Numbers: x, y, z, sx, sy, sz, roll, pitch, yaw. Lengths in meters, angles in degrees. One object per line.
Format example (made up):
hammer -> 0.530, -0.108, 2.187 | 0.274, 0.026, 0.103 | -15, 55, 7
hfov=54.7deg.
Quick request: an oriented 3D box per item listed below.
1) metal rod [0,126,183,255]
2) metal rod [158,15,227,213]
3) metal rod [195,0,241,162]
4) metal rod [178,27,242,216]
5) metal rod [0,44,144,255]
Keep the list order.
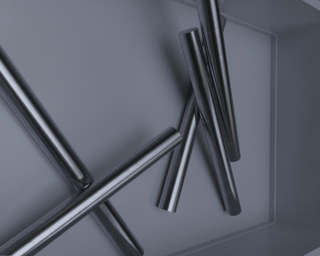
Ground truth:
metal rod -> -0.094, 0.087, 0.301 | 0.302, 0.025, 0.025 | -35, 112, -26
metal rod -> 0.050, -0.030, 0.448 | 0.025, 0.025, 0.299 | 27, 73, -37
metal rod -> 0.081, -0.063, 0.416 | 0.025, 0.025, 0.299 | -47, 136, -30
metal rod -> 0.078, 0.008, 0.444 | 0.025, 0.025, 0.298 | -38, 121, -34
metal rod -> -0.097, 0.035, 0.324 | 0.025, 0.025, 0.299 | -43, 116, -31
